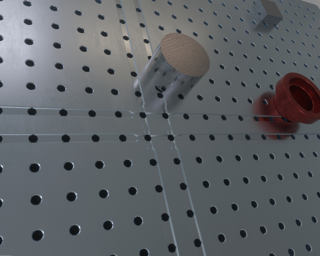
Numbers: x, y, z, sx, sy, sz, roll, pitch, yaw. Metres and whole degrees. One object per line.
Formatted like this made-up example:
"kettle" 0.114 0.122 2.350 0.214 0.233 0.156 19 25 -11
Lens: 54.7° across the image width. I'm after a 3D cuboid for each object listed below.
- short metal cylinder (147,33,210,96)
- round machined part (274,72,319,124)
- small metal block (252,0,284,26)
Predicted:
"short metal cylinder" 0.027 -0.095 0.465 0.081 0.050 0.080 14 56 -21
"round machined part" 0.247 -0.049 0.560 0.099 0.042 0.098 14 56 -21
"small metal block" 0.242 -0.261 0.697 0.050 0.025 0.050 -1 62 -29
